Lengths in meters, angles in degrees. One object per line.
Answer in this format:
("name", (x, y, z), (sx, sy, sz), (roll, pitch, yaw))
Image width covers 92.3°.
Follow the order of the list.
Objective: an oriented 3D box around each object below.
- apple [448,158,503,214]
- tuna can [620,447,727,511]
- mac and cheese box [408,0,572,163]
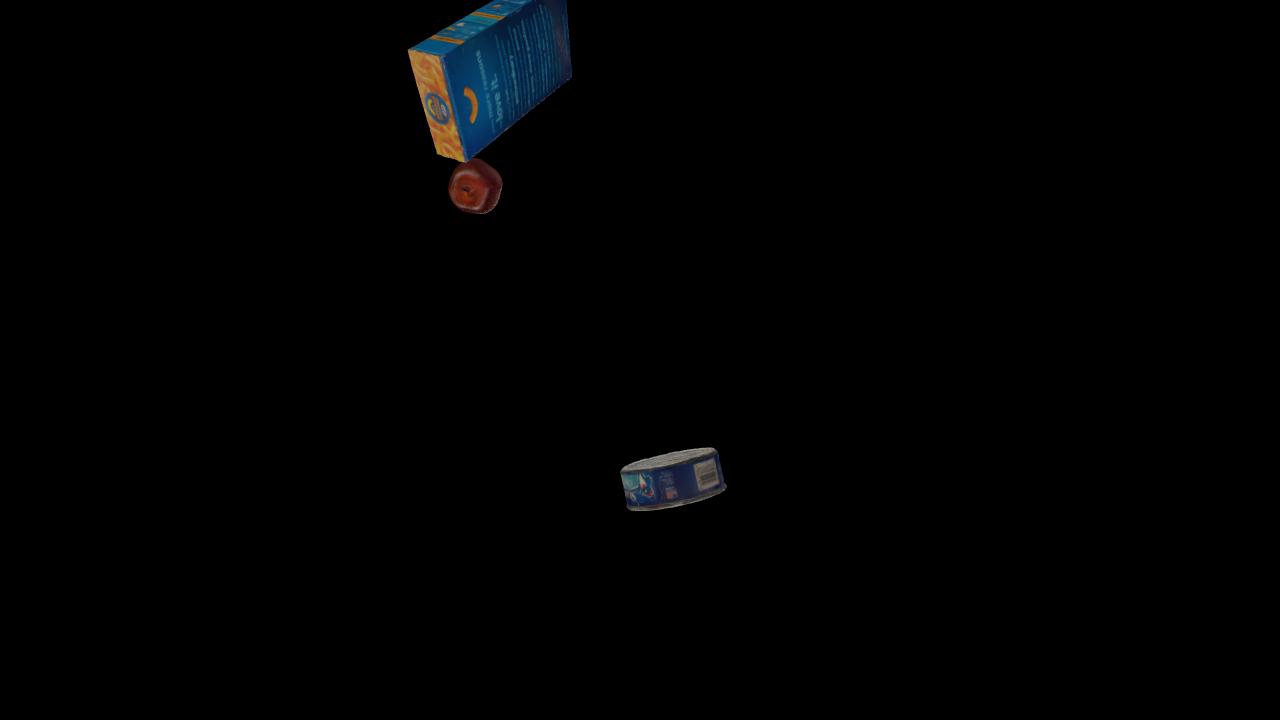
("apple", (-0.242, -0.257, 0.908), (0.079, 0.079, 0.093), (0, 23, 8))
("tuna can", (0.027, 0.097, 0.508), (0.084, 0.034, 0.084), (-12, -3, -1))
("mac and cheese box", (-0.125, -0.267, 0.557), (0.041, 0.184, 0.093), (20, -39, 16))
